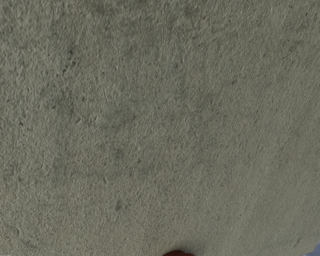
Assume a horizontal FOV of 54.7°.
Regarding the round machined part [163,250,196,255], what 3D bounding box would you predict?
[{"bbox_3d":[0.027,0.268,0.576,0.099,0.042,0.097,-14,124,-21],"label":"round machined part"}]
